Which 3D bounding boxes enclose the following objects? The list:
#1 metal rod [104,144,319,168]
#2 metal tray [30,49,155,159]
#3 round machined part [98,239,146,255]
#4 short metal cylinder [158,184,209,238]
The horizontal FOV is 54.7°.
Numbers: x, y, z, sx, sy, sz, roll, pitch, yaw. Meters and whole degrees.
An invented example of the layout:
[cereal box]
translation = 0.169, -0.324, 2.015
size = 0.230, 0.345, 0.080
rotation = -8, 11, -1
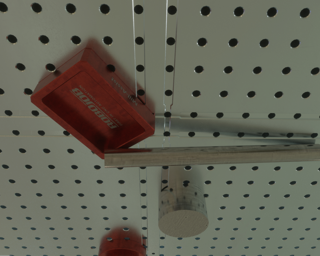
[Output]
[metal rod]
translation = 0.078, 0.037, 0.422
size = 0.302, 0.025, 0.025
rotation = -1, 131, -9
[metal tray]
translation = -0.079, -0.023, 0.387
size = 0.090, 0.030, 0.130
rotation = -29, 125, 22
[round machined part]
translation = -0.078, 0.271, 0.630
size = 0.099, 0.042, 0.097
rotation = 0, 130, 0
[short metal cylinder]
translation = 0.037, 0.138, 0.514
size = 0.081, 0.050, 0.079
rotation = -1, 130, 0
